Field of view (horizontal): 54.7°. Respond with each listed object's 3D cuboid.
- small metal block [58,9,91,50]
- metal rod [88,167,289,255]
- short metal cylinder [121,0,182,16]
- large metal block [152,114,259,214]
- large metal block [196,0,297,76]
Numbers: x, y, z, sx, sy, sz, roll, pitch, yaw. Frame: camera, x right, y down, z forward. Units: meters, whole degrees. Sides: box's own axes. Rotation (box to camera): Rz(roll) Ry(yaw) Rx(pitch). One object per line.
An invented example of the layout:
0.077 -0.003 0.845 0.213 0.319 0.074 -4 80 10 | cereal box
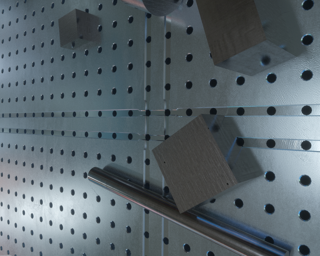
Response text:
-0.146 -0.167 0.527 0.050 0.025 0.050 -10 84 39 | small metal block
0.009 0.104 0.399 0.300 0.025 0.025 15 99 38 | metal rod
-0.010 -0.184 0.380 0.050 0.081 0.079 33 110 35 | short metal cylinder
0.049 0.040 0.352 0.080 0.050 0.080 -38 67 33 | large metal block
0.084 -0.102 0.303 0.050 0.081 0.080 -22 76 38 | large metal block
